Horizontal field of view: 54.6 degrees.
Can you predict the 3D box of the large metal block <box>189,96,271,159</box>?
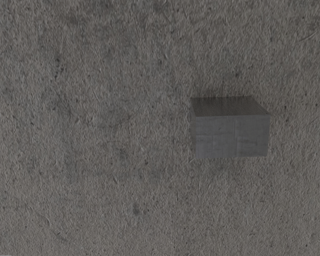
[{"bbox_3d":[0.080,-0.004,0.380,0.080,0.080,0.050,-2,110,1],"label":"large metal block"}]
